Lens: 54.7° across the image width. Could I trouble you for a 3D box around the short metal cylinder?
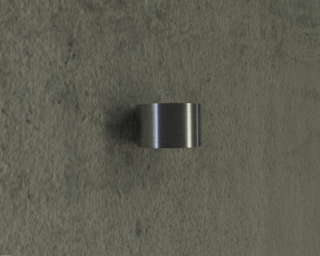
[{"bbox_3d":[0.011,-0.003,0.380,0.081,0.080,0.050,-2,91,-40],"label":"short metal cylinder"}]
